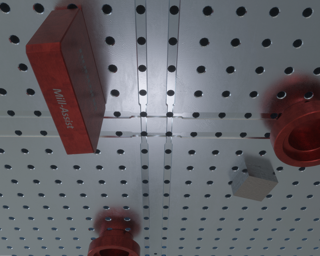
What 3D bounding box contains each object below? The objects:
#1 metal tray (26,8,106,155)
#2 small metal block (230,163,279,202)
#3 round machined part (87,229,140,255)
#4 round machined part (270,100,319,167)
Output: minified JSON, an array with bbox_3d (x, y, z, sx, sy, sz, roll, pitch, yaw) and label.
[{"bbox_3d":[-0.091,-0.047,0.328,0.030,0.090,0.129,-4,130,3],"label":"metal tray"},{"bbox_3d":[0.147,0.086,0.486,0.050,0.025,0.050,14,129,-12],"label":"small metal block"},{"bbox_3d":[-0.087,0.232,0.597,0.099,0.042,0.097,0,130,0],"label":"round machined part"},{"bbox_3d":[0.194,0.003,0.405,0.099,0.042,0.097,0,130,0],"label":"round machined part"}]
